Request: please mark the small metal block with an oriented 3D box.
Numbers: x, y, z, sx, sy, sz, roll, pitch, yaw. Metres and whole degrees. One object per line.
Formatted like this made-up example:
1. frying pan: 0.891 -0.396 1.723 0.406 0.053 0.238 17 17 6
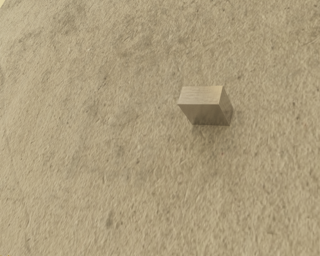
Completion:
1. small metal block: 0.056 -0.026 0.375 0.050 0.050 0.025 3 63 29
